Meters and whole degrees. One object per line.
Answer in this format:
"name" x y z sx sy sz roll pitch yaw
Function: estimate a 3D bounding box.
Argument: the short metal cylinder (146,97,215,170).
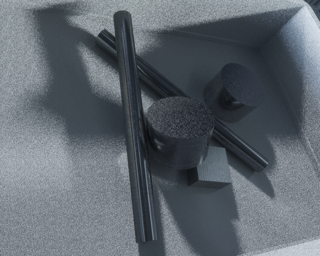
"short metal cylinder" 0.023 0.005 0.381 0.081 0.050 0.080 3 40 -2

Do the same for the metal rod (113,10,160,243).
"metal rod" -0.033 -0.018 0.381 0.025 0.025 0.299 3 66 -27

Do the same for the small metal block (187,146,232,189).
"small metal block" 0.063 0.051 0.410 0.050 0.025 0.050 9 58 -24

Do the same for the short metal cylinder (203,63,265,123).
"short metal cylinder" 0.116 -0.055 0.488 0.081 0.050 0.080 14 56 -21

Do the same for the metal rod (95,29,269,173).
"metal rod" 0.033 -0.037 0.447 0.300 0.025 0.025 38 51 -3
